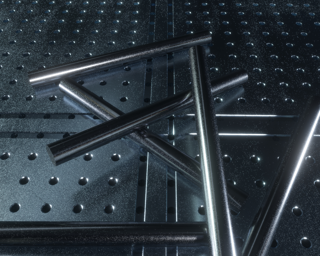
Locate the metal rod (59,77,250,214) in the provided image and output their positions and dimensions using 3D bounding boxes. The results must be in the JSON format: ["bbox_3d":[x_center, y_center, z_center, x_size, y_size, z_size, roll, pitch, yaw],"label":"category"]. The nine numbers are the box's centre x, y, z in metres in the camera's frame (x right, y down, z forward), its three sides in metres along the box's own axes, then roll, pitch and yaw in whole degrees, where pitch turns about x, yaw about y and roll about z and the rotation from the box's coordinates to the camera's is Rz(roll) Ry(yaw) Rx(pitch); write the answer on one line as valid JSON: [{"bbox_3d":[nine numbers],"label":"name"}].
[{"bbox_3d":[-0.024,0.010,0.399,0.300,0.025,0.025,33,57,24],"label":"metal rod"}]

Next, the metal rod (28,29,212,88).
[{"bbox_3d":[-0.056,-0.116,0.505,0.302,0.025,0.025,-17,52,-14],"label":"metal rod"}]

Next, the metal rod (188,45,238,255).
[{"bbox_3d":[0.055,0.013,0.355,0.025,0.025,0.300,-1,54,-1],"label":"metal rod"}]

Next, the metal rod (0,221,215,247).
[{"bbox_3d":[-0.097,0.108,0.316,0.302,0.025,0.025,0,50,0],"label":"metal rod"}]

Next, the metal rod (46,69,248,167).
[{"bbox_3d":[0.005,-0.025,0.402,0.302,0.025,0.025,-24,54,-29],"label":"metal rod"}]

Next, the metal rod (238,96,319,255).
[{"bbox_3d":[0.141,0.062,0.356,0.025,0.025,0.301,25,54,20],"label":"metal rod"}]
